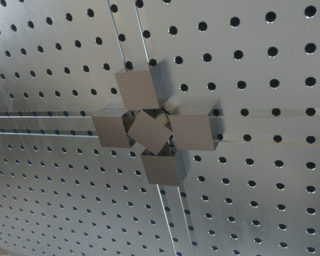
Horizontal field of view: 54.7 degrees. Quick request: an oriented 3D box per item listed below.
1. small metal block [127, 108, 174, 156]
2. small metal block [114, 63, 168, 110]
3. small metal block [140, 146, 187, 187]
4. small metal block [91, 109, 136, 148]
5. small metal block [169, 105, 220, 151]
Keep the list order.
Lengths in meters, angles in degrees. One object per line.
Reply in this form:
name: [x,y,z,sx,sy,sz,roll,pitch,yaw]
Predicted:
small metal block: [-0.009,0.001,0.415,0.050,0.025,0.050,36,129,3]
small metal block: [-0.023,-0.051,0.390,0.050,0.025,0.050,-1,118,28]
small metal block: [0.006,0.054,0.440,0.050,0.025,0.050,0,119,27]
small metal block: [-0.063,0.000,0.443,0.050,0.025,0.050,1,119,27]
small metal block: [0.044,0.000,0.387,0.050,0.025,0.050,0,119,28]
